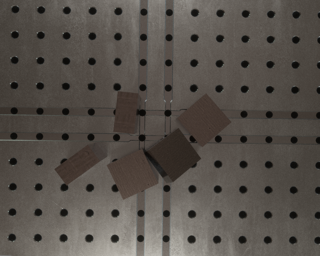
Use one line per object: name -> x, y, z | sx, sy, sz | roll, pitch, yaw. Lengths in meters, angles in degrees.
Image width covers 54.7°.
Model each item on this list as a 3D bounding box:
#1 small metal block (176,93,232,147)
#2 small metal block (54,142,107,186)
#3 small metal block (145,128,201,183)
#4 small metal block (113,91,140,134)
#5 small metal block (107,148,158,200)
small metal block -> 0.058, -0.010, 0.414 | 0.050, 0.025, 0.050 | -41, 91, 0
small metal block -> -0.100, 0.045, 0.400 | 0.050, 0.050, 0.025 | -36, 90, 0
small metal block -> 0.016, 0.036, 0.405 | 0.050, 0.025, 0.050 | -36, 90, -22
small metal block -> -0.041, -0.019, 0.400 | 0.025, 0.050, 0.050 | 6, 90, 0
small metal block -> -0.035, 0.060, 0.413 | 0.050, 0.025, 0.050 | -25, 90, 0
